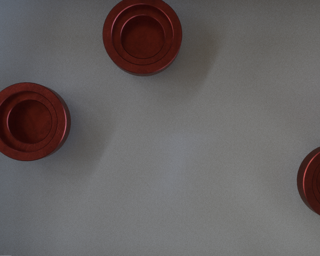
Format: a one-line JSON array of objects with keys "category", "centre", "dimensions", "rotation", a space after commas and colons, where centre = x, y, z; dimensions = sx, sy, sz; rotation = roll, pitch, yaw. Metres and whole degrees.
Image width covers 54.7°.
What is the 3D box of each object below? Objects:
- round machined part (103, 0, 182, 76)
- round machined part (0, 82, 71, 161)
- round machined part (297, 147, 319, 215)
[{"category": "round machined part", "centre": [-0.022, -0.116, 0.402], "dimensions": [0.099, 0.042, 0.097], "rotation": [0, 90, 0]}, {"category": "round machined part", "centre": [-0.165, -0.008, 0.401], "dimensions": [0.099, 0.042, 0.097], "rotation": [0, 90, 0]}, {"category": "round machined part", "centre": [0.228, 0.069, 0.403], "dimensions": [0.099, 0.042, 0.097], "rotation": [0, 90, 2]}]
